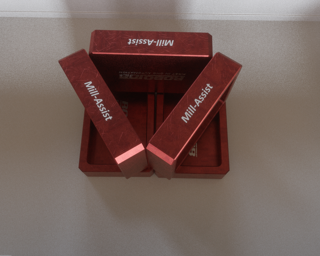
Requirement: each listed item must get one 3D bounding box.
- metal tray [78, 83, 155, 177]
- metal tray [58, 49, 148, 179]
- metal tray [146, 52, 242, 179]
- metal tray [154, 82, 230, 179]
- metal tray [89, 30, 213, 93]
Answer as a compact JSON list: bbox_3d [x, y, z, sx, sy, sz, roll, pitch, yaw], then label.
[{"bbox_3d":[-0.052,-0.003,0.407,0.091,0.030,0.130,0,69,0],"label":"metal tray"},{"bbox_3d":[-0.060,-0.012,0.345,0.030,0.090,0.130,-30,73,-10],"label":"metal tray"},{"bbox_3d":[0.037,-0.010,0.344,0.030,0.090,0.130,34,74,11],"label":"metal tray"},{"bbox_3d":[0.040,-0.001,0.406,0.091,0.030,0.130,1,69,1],"label":"metal tray"},{"bbox_3d":[-0.009,-0.075,0.368,0.131,0.090,0.030,2,71,1],"label":"metal tray"}]
